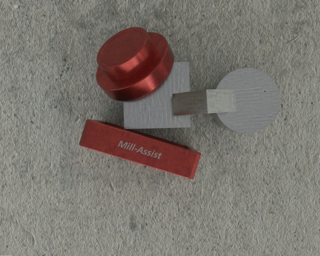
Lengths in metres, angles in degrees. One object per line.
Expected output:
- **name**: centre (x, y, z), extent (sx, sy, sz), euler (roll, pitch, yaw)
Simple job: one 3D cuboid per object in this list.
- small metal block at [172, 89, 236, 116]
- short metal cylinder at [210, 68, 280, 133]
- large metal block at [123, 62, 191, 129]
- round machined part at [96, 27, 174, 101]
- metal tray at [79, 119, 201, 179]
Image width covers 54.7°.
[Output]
- **small metal block**: centre (0.051, -0.029, 0.353), extent (0.050, 0.050, 0.025), euler (-6, 94, -41)
- **short metal cylinder**: centre (0.106, -0.033, 0.400), extent (0.081, 0.050, 0.080), euler (0, 90, 0)
- **large metal block**: centre (-0.004, -0.040, 0.400), extent (0.081, 0.050, 0.080), euler (-1, 90, 0)
- **round machined part**: centre (-0.036, -0.083, 0.374), extent (0.098, 0.098, 0.042), euler (-36, 134, 0)
- **metal tray**: centre (-0.022, 0.023, 0.378), extent (0.131, 0.090, 0.030), euler (17, 90, 0)
